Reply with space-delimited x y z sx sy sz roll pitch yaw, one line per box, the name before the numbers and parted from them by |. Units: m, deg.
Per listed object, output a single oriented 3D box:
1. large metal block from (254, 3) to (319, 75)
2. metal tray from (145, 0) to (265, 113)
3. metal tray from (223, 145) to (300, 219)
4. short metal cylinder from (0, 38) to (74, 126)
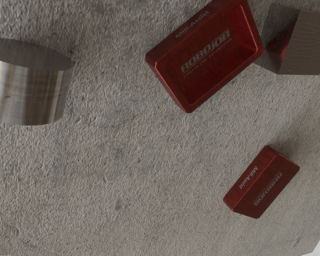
large metal block | 0.184 -0.118 0.418 0.081 0.050 0.079 -4 120 -27
metal tray | 0.058 -0.090 0.379 0.130 0.030 0.090 -40 130 -2
metal tray | 0.187 0.103 0.569 0.090 0.030 0.129 27 104 -37
short metal cylinder | -0.123 -0.043 0.277 0.081 0.080 0.050 5 116 -31
